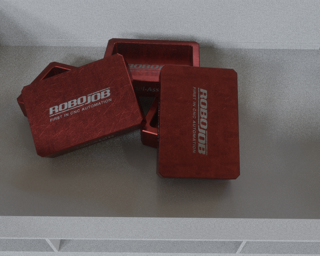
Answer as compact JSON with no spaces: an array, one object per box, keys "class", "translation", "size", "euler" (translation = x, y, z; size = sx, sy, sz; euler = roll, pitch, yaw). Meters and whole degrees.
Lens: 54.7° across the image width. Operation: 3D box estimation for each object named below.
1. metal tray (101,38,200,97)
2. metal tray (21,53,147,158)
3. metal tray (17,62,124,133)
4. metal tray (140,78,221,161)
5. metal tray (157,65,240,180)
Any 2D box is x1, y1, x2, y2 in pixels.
[{"class":"metal tray","translation":[-0.011,-0.085,0.431],"size":[0.131,0.030,0.090],"euler":[3,50,2]},{"class":"metal tray","translation":[-0.092,-0.025,0.376],"size":[0.131,0.030,0.090],"euler":[-19,81,4]},{"class":"metal tray","translation":[-0.115,-0.042,0.432],"size":[0.131,0.030,0.090],"euler":[15,52,12]},{"class":"metal tray","translation":[0.038,-0.024,0.420],"size":[0.090,0.030,0.130],"euler":[15,51,12]},{"class":"metal tray","translation":[0.044,-0.006,0.363],"size":[0.091,0.030,0.129],"euler":[3,78,-6]}]
